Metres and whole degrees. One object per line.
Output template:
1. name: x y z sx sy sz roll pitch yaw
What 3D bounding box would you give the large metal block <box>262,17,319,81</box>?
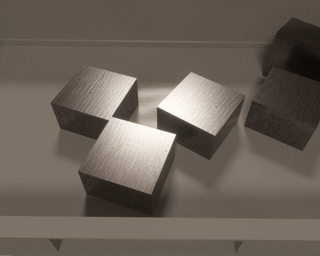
1. large metal block: 0.211 -0.104 0.460 0.080 0.080 0.050 32 57 24

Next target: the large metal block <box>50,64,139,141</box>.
1. large metal block: -0.083 -0.033 0.415 0.080 0.050 0.080 17 52 13

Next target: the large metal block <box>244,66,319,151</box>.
1. large metal block: 0.171 -0.028 0.415 0.080 0.050 0.080 26 54 19

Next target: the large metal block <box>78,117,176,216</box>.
1. large metal block: -0.033 0.042 0.353 0.080 0.050 0.080 15 52 12

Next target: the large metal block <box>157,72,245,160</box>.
1. large metal block: 0.052 -0.018 0.405 0.080 0.050 0.080 28 55 21
